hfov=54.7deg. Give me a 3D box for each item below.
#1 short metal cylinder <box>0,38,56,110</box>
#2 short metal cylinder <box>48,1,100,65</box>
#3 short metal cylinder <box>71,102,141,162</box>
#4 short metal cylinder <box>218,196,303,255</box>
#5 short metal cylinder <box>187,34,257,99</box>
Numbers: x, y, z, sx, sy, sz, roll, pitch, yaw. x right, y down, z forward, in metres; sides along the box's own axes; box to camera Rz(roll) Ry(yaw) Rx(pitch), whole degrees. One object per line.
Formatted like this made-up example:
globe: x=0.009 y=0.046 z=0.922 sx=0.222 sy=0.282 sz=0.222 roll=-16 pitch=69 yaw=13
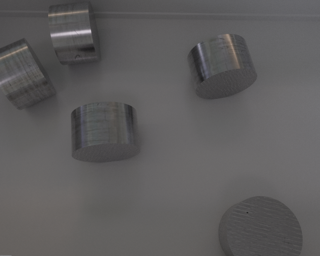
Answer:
short metal cylinder: x=-0.179 y=-0.070 z=0.405 sx=0.050 sy=0.080 sz=0.080 roll=-29 pitch=73 yaw=-10
short metal cylinder: x=-0.115 y=-0.130 z=0.427 sx=0.050 sy=0.080 sz=0.080 roll=-8 pitch=70 yaw=-3
short metal cylinder: x=-0.066 y=0.007 z=0.377 sx=0.081 sy=0.080 sz=0.050 roll=-6 pitch=70 yaw=-2
short metal cylinder: x=0.111 y=0.121 z=0.353 sx=0.081 sy=0.050 sz=0.080 roll=0 pitch=70 yaw=0
short metal cylinder: x=0.081 y=-0.078 z=0.410 sx=0.081 sy=0.080 sz=0.050 roll=-10 pitch=71 yaw=-4
